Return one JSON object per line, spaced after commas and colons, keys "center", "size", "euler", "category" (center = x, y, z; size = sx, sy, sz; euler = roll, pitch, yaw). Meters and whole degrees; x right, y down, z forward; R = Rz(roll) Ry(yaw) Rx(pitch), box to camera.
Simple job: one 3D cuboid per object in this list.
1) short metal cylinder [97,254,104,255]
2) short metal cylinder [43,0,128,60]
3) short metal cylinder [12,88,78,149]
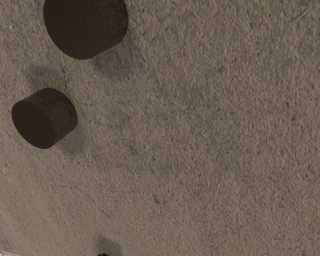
{"center": [-0.117, 0.301, 0.617], "size": [0.050, 0.080, 0.079], "euler": [23, 127, 14], "category": "short metal cylinder"}
{"center": [-0.084, -0.125, 0.356], "size": [0.080, 0.050, 0.079], "euler": [13, 124, 20], "category": "short metal cylinder"}
{"center": [-0.175, -0.015, 0.471], "size": [0.080, 0.050, 0.079], "euler": [13, 124, 20], "category": "short metal cylinder"}
